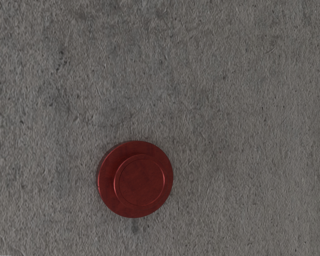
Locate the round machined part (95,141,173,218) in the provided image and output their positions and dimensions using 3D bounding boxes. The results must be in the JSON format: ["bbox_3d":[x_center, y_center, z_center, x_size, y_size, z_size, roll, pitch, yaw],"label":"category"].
[{"bbox_3d":[-0.028,0.065,0.389,0.099,0.042,0.097,0,90,-20],"label":"round machined part"}]
